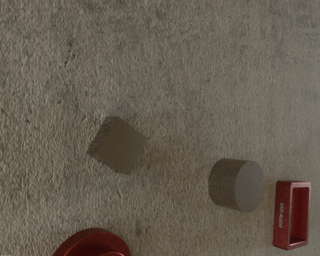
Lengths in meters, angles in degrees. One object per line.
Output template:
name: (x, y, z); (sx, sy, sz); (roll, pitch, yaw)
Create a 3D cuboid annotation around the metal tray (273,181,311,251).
metal tray: (0.271, 0.175, 0.633); (0.091, 0.030, 0.129); (8, 85, -40)

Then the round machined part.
round machined part: (-0.070, 0.164, 0.337); (0.099, 0.042, 0.097); (0, 90, -40)

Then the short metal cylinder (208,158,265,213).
short metal cylinder: (0.123, 0.090, 0.495); (0.081, 0.050, 0.079); (0, 90, -40)

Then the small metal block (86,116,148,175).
small metal block: (-0.050, 0.021, 0.365); (0.050, 0.025, 0.050); (39, 66, -33)
